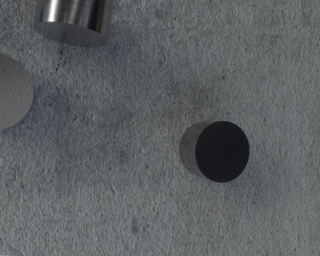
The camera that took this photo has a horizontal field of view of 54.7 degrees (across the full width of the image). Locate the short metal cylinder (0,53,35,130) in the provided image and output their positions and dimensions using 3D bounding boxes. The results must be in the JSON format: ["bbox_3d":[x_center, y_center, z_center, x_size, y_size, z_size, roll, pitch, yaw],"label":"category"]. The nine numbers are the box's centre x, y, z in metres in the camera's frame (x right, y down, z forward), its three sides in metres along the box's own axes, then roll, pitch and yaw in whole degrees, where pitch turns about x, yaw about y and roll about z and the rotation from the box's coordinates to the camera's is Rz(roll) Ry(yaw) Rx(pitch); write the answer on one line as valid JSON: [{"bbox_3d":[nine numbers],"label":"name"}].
[{"bbox_3d":[-0.177,-0.037,0.330,0.081,0.050,0.080,0,90,-20],"label":"short metal cylinder"}]

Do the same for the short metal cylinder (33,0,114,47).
[{"bbox_3d":[-0.095,-0.127,0.345,0.081,0.080,0.050,8,88,-20],"label":"short metal cylinder"}]

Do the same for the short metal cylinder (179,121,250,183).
[{"bbox_3d":[0.073,0.030,0.423,0.081,0.050,0.080,0,90,-20],"label":"short metal cylinder"}]
